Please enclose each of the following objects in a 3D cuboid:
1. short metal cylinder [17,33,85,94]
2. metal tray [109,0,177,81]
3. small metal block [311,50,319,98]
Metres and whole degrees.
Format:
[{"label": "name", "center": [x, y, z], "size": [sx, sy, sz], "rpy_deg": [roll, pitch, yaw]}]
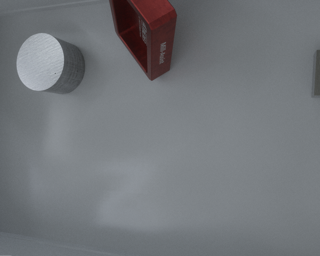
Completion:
[{"label": "short metal cylinder", "center": [-0.158, -0.091, 0.451], "size": [0.080, 0.050, 0.079], "rpy_deg": [0, 90, 19]}, {"label": "metal tray", "center": [-0.022, -0.121, 0.361], "size": [0.030, 0.130, 0.090], "rpy_deg": [-33, 79, -10]}, {"label": "small metal block", "center": [0.197, -0.059, 0.341], "size": [0.050, 0.025, 0.050], "rpy_deg": [3, 91, 19]}]
